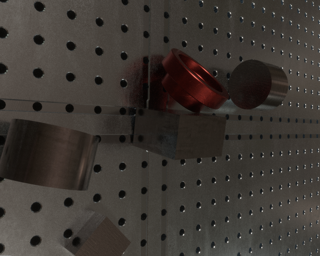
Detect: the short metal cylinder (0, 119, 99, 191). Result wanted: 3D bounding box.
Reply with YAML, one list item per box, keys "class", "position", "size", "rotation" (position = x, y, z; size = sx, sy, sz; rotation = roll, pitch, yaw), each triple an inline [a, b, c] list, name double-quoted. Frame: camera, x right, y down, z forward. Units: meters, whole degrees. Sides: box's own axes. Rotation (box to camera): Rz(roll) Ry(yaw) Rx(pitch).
- class: "short metal cylinder"
  position: [-0.102, 0.026, 0.289]
  size: [0.080, 0.080, 0.050]
  rotation: [18, 79, -39]

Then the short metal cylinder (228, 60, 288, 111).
- class: "short metal cylinder"
  position: [0.161, -0.069, 0.511]
  size: [0.050, 0.080, 0.079]
  rotation: [1, 89, -40]

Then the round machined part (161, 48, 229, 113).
- class: "round machined part"
  position: [0.041, -0.058, 0.412]
  size: [0.099, 0.098, 0.042]
  rotation: [23, 119, -38]

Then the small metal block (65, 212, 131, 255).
- class: "small metal block"
  position: [-0.069, 0.133, 0.353]
  size: [0.050, 0.025, 0.050]
  rotation: [-49, 119, -29]

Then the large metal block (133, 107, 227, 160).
- class: "large metal block"
  position: [0.024, 0.005, 0.391]
  size: [0.081, 0.080, 0.050]
  rotation: [1, 98, -40]
